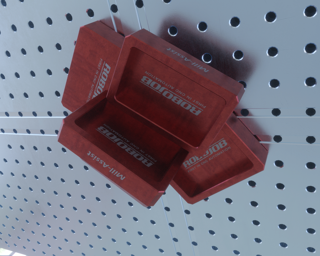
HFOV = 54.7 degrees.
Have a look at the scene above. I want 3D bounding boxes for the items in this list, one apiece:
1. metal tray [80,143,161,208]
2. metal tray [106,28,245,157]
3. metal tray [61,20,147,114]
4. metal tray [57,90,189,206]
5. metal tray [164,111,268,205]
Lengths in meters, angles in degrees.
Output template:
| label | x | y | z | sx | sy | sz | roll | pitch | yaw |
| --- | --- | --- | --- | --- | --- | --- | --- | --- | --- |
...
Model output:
| label | x | y | z | sx | sy | sz | roll | pitch | yaw |
| --- | --- | --- | --- | --- | --- | --- | --- | --- | --- |
| metal tray | -0.056 | 0.058 | 0.447 | 0.130 | 0.030 | 0.090 | 36 | 154 | 3 |
| metal tray | 0.012 | -0.037 | 0.338 | 0.130 | 0.030 | 0.089 | 31 | 128 | 7 |
| metal tray | -0.073 | -0.060 | 0.407 | 0.090 | 0.030 | 0.129 | 33 | 129 | 5 |
| metal tray | -0.038 | 0.018 | 0.359 | 0.130 | 0.090 | 0.030 | 35 | 129 | 4 |
| metal tray | 0.057 | 0.038 | 0.398 | 0.090 | 0.030 | 0.129 | 47 | 129 | -6 |
